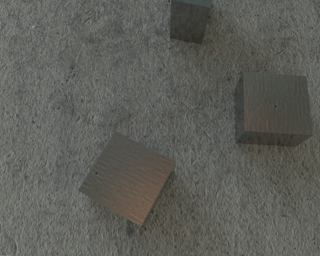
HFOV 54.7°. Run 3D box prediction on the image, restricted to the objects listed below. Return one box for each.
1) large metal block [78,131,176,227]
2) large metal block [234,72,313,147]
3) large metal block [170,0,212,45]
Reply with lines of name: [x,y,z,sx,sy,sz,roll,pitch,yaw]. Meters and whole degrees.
large metal block: [-0.036,0.063,0.372,0.080,0.050,0.080,27,72,9]
large metal block: [0.144,-0.023,0.404,0.080,0.050,0.080,4,70,1]
large metal block: [0.049,-0.181,0.445,0.050,0.080,0.080,13,71,5]
